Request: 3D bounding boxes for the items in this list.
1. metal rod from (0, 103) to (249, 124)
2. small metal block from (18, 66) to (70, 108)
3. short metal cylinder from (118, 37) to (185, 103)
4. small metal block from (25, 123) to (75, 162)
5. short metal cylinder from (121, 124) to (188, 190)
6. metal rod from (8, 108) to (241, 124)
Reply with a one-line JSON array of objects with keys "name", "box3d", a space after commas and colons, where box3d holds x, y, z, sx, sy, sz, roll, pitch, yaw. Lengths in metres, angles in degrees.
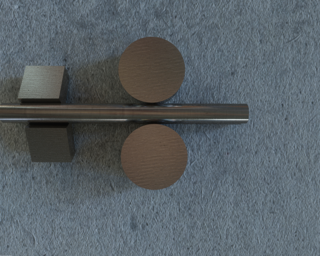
[{"name": "metal rod", "box3d": [-0.043, -0.018, 0.386, 0.302, 0.025, 0.025, 0, 90, 0]}, {"name": "small metal block", "box3d": [-0.148, -0.053, 0.400, 0.050, 0.025, 0.050, 0, 63, 0]}, {"name": "short metal cylinder", "box3d": [-0.010, -0.071, 0.398, 0.081, 0.050, 0.079, 0, 90, 0]}, {"name": "small metal block", "box3d": [-0.140, 0.016, 0.400, 0.050, 0.025, 0.050, 0, 117, -1]}, {"name": "short metal cylinder", "box3d": [-0.007, 0.035, 0.398, 0.081, 0.050, 0.079, 0, 90, 0]}, {"name": "metal rod", "box3d": [-0.044, -0.018, 0.411, 0.302, 0.025, 0.025, 0, 90, 0]}]
